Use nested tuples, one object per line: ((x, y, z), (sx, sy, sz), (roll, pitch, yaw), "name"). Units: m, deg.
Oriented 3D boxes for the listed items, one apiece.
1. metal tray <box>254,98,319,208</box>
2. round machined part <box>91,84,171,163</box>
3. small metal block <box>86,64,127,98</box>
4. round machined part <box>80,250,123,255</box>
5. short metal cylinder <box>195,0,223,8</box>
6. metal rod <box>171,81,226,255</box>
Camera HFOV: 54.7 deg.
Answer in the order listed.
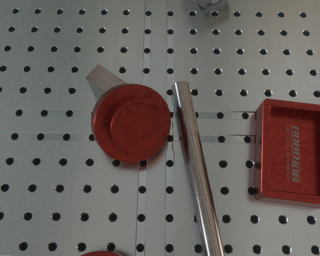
((0.172, 0.031, 0.398), (0.091, 0.030, 0.130), (7, 70, 2), "metal tray")
((-0.031, -0.004, 0.378), (0.099, 0.042, 0.097), (-5, 102, -22), "round machined part")
((-0.067, -0.052, 0.417), (0.050, 0.050, 0.025), (35, 74, 12), "small metal block")
((-0.064, 0.184, 0.335), (0.099, 0.042, 0.098), (0, 70, 0), "round machined part")
((0.078, -0.231, 0.467), (0.050, 0.080, 0.080), (-29, 73, -10), "short metal cylinder")
((0.052, 0.079, 0.382), (0.025, 0.025, 0.299), (-8, 70, -3), "metal rod")
